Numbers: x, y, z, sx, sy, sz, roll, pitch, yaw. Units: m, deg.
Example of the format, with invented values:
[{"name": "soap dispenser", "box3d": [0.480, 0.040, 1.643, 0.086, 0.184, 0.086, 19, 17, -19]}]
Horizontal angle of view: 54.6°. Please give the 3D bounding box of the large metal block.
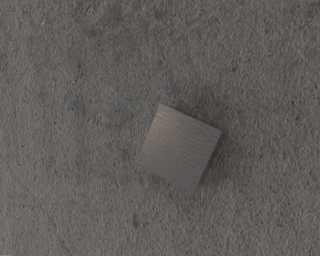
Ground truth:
[{"name": "large metal block", "box3d": [0.028, 0.023, 0.386, 0.080, 0.050, 0.080, 26, 99, 18]}]
